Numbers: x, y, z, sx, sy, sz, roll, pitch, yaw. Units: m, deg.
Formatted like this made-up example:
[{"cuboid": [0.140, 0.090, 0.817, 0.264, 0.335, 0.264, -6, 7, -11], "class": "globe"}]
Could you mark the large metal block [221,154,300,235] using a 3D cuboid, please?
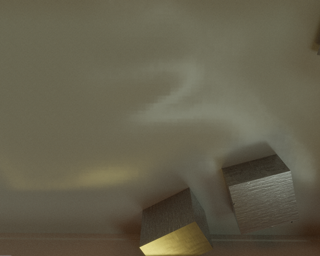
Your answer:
[{"cuboid": [0.139, 0.092, 0.433, 0.080, 0.050, 0.080, -16, 110, 5], "class": "large metal block"}]

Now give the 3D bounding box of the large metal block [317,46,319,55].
[{"cuboid": [0.233, -0.110, 0.337, 0.050, 0.080, 0.079, 1, 111, -20], "class": "large metal block"}]

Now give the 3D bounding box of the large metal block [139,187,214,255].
[{"cuboid": [0.021, 0.140, 0.434, 0.080, 0.080, 0.050, -28, 108, 10], "class": "large metal block"}]
